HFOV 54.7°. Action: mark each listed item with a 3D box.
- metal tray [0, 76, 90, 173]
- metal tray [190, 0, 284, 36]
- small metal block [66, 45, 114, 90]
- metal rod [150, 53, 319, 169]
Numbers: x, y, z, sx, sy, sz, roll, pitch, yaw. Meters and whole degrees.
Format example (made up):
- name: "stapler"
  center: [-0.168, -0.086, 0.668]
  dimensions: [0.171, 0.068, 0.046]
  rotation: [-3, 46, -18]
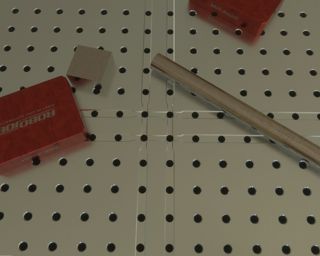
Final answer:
- name: "metal tray"
  center: [-0.171, -0.005, 0.410]
  dimensions: [0.131, 0.030, 0.090]
  rotation: [-22, 72, -8]
- name: "metal tray"
  center: [0.124, -0.213, 0.488]
  dimensions: [0.130, 0.030, 0.090]
  rotation: [33, 73, 11]
- name: "small metal block"
  center: [-0.098, -0.086, 0.442]
  dimensions: [0.050, 0.025, 0.050]
  rotation: [13, 70, 4]
- name: "metal rod"
  center: [0.118, -0.018, 0.418]
  dimensions: [0.301, 0.025, 0.025]
  rotation: [33, 73, 11]
